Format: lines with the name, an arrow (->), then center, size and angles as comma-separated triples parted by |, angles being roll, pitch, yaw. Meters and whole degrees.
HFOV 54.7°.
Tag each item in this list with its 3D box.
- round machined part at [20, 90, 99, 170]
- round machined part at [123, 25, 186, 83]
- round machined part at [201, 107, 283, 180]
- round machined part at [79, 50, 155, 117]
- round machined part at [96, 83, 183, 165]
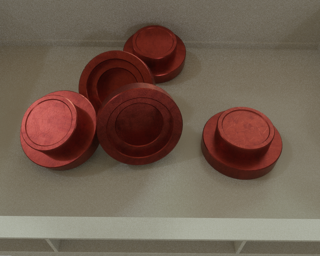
round machined part -> -0.123, -0.001, 0.370 | 0.098, 0.042, 0.098 | -3, 72, 9
round machined part -> -0.008, -0.121, 0.483 | 0.099, 0.042, 0.098 | 1, 62, -1
round machined part -> 0.103, 0.012, 0.386 | 0.099, 0.042, 0.098 | 0, 50, 0
round machined part -> -0.054, -0.051, 0.414 | 0.099, 0.042, 0.097 | 0, 93, 8
round machined part -> -0.026, -0.008, 0.370 | 0.099, 0.097, 0.042 | -8, 27, -8
